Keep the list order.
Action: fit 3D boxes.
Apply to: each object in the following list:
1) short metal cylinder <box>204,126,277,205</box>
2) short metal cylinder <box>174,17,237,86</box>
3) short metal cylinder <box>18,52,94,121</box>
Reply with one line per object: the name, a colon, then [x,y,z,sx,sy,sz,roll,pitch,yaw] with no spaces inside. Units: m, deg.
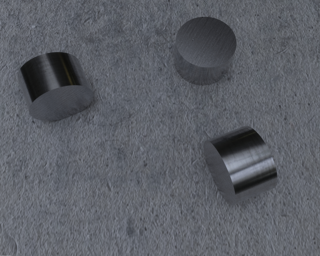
short metal cylinder: [0.092,0.043,0.364,0.050,0.080,0.080,-20,72,-7]
short metal cylinder: [0.061,-0.107,0.434,0.081,0.050,0.080,0,70,0]
short metal cylinder: [-0.133,-0.051,0.397,0.080,0.080,0.050,-23,72,-8]
